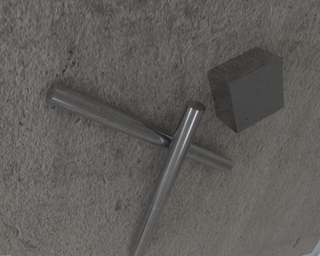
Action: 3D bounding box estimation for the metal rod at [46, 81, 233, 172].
[{"bbox_3d":[-0.002,0.011,0.412,0.302,0.025,0.025,24,105,-37],"label":"metal rod"}]

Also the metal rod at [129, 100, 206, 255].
[{"bbox_3d":[0.001,0.095,0.444,0.025,0.025,0.298,0,125,-29],"label":"metal rod"}]

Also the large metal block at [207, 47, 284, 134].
[{"bbox_3d":[0.119,-0.052,0.423,0.080,0.050,0.080,-28,128,-11],"label":"large metal block"}]
